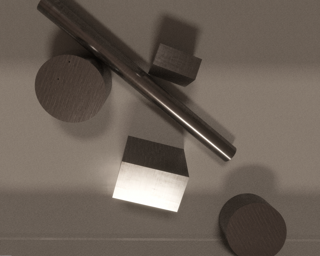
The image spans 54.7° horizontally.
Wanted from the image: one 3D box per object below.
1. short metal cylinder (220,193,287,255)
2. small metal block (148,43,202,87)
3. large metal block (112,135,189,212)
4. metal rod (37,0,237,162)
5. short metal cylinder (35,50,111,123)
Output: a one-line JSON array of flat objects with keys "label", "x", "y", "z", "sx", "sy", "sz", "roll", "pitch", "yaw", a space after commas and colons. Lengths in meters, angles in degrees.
[{"label": "short metal cylinder", "x": 0.130, "y": 0.139, "z": 0.439, "sx": 0.081, "sy": 0.050, "sz": 0.079, "roll": 0, "pitch": 93, "yaw": 1}, {"label": "small metal block", "x": 0.016, "y": -0.073, "z": 0.368, "sx": 0.050, "sy": 0.050, "sz": 0.025, "roll": 19, "pitch": 85, "yaw": -8}, {"label": "large metal block", "x": -0.012, "y": 0.056, "z": 0.403, "sx": 0.081, "sy": 0.080, "sz": 0.050, "roll": 14, "pitch": 110, "yaw": -6}, {"label": "metal rod", "x": -0.019, "y": -0.055, "z": 0.390, "sx": 0.301, "sy": 0.025, "sz": 0.025, "roll": 38, "pitch": 105, "yaw": -14}, {"label": "short metal cylinder", "x": -0.102, "y": -0.052, "z": 0.377, "sx": 0.081, "sy": 0.050, "sz": 0.079, "roll": 0, "pitch": 110, "yaw": 0}]
